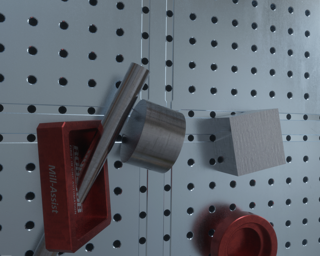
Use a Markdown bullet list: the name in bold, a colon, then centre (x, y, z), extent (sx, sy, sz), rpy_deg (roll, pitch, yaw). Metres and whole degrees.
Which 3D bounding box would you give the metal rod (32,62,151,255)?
- **metal rod**: centre (-0.090, 0.063, 0.358), extent (0.025, 0.025, 0.299), rpy_deg (27, 89, -18)

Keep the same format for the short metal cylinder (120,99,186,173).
- **short metal cylinder**: centre (-0.010, 0.011, 0.380), extent (0.050, 0.080, 0.080), rpy_deg (19, 84, -19)

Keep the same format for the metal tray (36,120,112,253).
- **metal tray**: centre (-0.091, 0.057, 0.344), extent (0.030, 0.090, 0.129), rpy_deg (-3, 92, 16)

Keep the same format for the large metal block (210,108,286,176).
- **large metal block**: centre (0.126, 0.018, 0.446), extent (0.081, 0.050, 0.080), rpy_deg (-10, 94, -20)

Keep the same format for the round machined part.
- **round machined part**: centre (0.116, 0.169, 0.447), extent (0.099, 0.042, 0.097), rpy_deg (0, 90, -20)
